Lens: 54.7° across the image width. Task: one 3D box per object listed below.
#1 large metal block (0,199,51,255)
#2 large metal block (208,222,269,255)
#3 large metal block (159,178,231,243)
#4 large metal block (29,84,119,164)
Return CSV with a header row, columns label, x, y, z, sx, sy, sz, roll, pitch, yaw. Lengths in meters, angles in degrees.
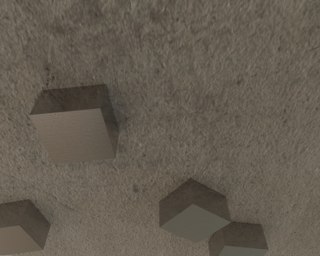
label,x,y,z,sx,sy,sz,roll,pitch,yaw
large metal block,-0.250,0.173,0.534,0.080,0.050,0.080,-11,130,8
large metal block,0.144,0.222,0.582,0.081,0.050,0.079,8,130,-8
large metal block,0.055,0.138,0.509,0.080,0.050,0.080,31,124,-24
large metal block,-0.101,-0.004,0.386,0.080,0.050,0.080,-5,130,4
